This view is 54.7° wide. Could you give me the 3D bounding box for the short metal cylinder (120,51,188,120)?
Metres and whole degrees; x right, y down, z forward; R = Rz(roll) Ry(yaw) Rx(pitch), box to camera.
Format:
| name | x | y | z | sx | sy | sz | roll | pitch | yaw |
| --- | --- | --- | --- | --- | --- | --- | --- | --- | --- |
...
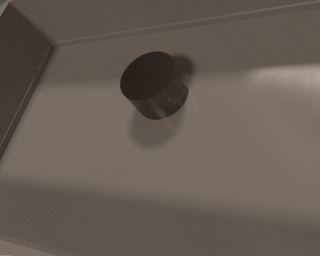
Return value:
| name | x | y | z | sx | sy | sz | roll | pitch | yaw |
| --- | --- | --- | --- | --- | --- | --- | --- | --- | --- |
| short metal cylinder | -0.007 | -0.058 | 0.428 | 0.080 | 0.050 | 0.080 | -13 | 56 | 20 |
